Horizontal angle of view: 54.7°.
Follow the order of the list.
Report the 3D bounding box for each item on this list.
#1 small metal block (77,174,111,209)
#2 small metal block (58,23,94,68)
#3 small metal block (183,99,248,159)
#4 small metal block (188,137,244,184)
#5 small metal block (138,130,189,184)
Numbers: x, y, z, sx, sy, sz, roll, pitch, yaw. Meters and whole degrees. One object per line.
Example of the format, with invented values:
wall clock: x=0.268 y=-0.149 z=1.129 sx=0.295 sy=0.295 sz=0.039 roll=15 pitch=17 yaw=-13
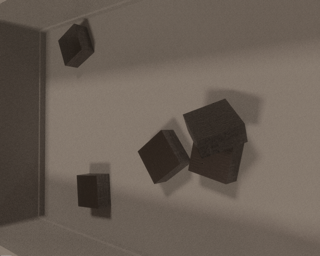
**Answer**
small metal block: x=-0.105 y=0.099 z=0.491 sx=0.050 sy=0.025 sz=0.050 roll=-6 pitch=86 yaw=39
small metal block: x=-0.142 y=-0.137 z=0.521 sx=0.050 sy=0.025 sz=0.050 roll=-30 pitch=72 yaw=35
small metal block: x=0.057 y=0.000 z=0.329 sx=0.050 sy=0.025 sz=0.050 roll=-21 pitch=37 yaw=0
small metal block: x=0.064 y=0.031 z=0.353 sx=0.050 sy=0.025 sz=0.050 roll=16 pitch=100 yaw=38
small metal block: x=0.005 y=0.037 z=0.401 sx=0.050 sy=0.025 sz=0.050 roll=-43 pitch=64 yaw=31
